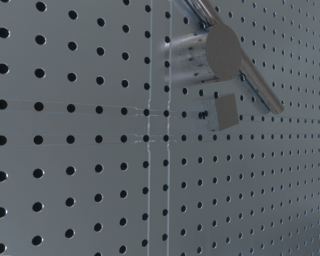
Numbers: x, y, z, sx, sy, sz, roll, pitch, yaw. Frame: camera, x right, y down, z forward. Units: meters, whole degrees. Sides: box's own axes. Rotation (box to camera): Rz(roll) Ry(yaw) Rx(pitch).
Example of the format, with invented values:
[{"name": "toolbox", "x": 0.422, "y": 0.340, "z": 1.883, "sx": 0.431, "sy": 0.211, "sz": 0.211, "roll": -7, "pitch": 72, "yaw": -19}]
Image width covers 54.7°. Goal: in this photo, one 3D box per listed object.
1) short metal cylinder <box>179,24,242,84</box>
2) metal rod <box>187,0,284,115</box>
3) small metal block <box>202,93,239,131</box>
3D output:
[{"name": "short metal cylinder", "x": 0.075, "y": -0.107, "z": 0.456, "sx": 0.081, "sy": 0.050, "sz": 0.079, "roll": 0, "pitch": 90, "yaw": -40}, {"name": "metal rod", "x": 0.134, "y": -0.120, "z": 0.521, "sx": 0.300, "sy": 0.025, "sz": 0.025, "roll": 41, "pitch": 65, "yaw": -32}, {"name": "small metal block", "x": 0.097, "y": -0.025, "z": 0.491, "sx": 0.050, "sy": 0.025, "sz": 0.050, "roll": -18, "pitch": 102, "yaw": -39}]
